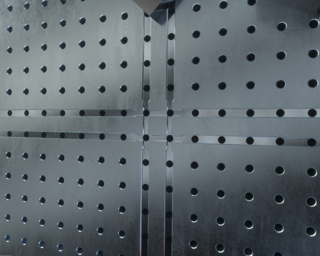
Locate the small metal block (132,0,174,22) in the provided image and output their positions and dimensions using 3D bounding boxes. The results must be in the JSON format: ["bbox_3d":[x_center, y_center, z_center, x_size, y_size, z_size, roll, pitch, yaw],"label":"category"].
[{"bbox_3d":[-0.010,-0.181,0.416,0.050,0.025,0.050,46,104,14],"label":"small metal block"}]

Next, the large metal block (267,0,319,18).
[{"bbox_3d":[0.148,-0.168,0.331,0.080,0.080,0.050,27,99,18],"label":"large metal block"}]
